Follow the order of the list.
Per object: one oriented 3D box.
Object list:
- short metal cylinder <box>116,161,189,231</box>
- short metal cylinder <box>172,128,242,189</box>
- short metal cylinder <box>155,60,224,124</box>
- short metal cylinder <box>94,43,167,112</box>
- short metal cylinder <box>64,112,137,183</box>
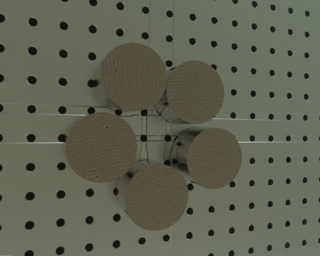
[{"bbox_3d":[-0.011,0.083,0.394,0.081,0.050,0.080,0,90,-19],"label":"short metal cylinder"},{"bbox_3d":[0.062,0.039,0.421,0.081,0.050,0.079,-1,92,-20],"label":"short metal cylinder"},{"bbox_3d":[0.037,-0.045,0.412,0.081,0.050,0.079,0,90,-20],"label":"short metal cylinder"},{"bbox_3d":[-0.038,-0.060,0.385,0.081,0.050,0.079,0,90,-20],"label":"short metal cylinder"},{"bbox_3d":[-0.073,0.022,0.372,0.081,0.050,0.079,0,91,-20],"label":"short metal cylinder"}]
